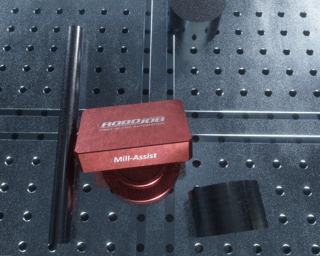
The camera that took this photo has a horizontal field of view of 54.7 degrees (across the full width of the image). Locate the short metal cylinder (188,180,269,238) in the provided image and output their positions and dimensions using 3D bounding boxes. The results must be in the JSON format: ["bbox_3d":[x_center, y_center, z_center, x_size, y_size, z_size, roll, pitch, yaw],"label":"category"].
[{"bbox_3d":[0.075,0.092,0.349,0.081,0.080,0.050,-7,70,-3],"label":"short metal cylinder"}]

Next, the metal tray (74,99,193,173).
[{"bbox_3d":[-0.031,0.006,0.381,0.131,0.030,0.090,-6,37,-2],"label":"metal tray"}]

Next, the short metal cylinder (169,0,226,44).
[{"bbox_3d":[0.054,-0.174,0.462,0.081,0.050,0.080,0,70,0],"label":"short metal cylinder"}]

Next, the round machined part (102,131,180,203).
[{"bbox_3d":[-0.024,0.042,0.387,0.099,0.042,0.098,0,70,0],"label":"round machined part"}]

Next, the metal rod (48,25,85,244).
[{"bbox_3d":[-0.121,-0.005,0.412,0.025,0.025,0.299,-2,70,-1],"label":"metal rod"}]
